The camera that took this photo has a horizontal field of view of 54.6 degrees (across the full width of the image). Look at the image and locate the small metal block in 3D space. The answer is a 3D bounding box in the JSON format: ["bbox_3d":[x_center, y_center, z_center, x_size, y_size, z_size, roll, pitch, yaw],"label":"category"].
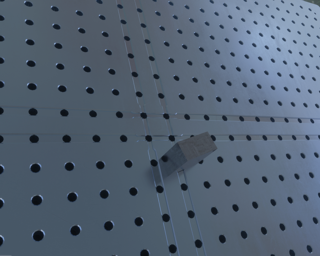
[{"bbox_3d":[0.035,0.033,0.391,0.050,0.050,0.025,-17,71,-35],"label":"small metal block"}]
